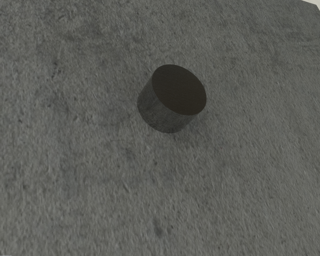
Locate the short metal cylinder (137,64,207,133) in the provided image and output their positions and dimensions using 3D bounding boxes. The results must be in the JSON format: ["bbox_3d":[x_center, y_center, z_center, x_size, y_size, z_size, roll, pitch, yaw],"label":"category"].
[{"bbox_3d":[0.016,-0.039,0.422,0.081,0.050,0.080,14,56,-21],"label":"short metal cylinder"}]
